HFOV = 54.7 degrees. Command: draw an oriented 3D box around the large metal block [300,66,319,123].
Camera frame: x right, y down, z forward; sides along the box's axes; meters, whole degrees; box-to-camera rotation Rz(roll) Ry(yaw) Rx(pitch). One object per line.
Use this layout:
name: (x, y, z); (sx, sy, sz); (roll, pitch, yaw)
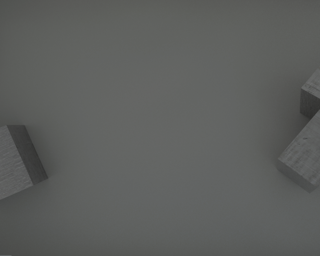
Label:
large metal block: (0.220, -0.030, 0.371); (0.080, 0.080, 0.050); (40, 90, 29)

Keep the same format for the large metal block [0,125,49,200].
large metal block: (-0.205, 0.049, 0.397); (0.080, 0.050, 0.080); (-24, 90, 0)

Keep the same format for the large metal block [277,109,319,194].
large metal block: (0.191, 0.030, 0.378); (0.050, 0.080, 0.080); (41, 90, 25)
